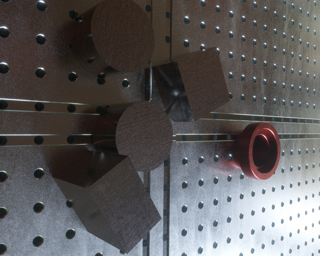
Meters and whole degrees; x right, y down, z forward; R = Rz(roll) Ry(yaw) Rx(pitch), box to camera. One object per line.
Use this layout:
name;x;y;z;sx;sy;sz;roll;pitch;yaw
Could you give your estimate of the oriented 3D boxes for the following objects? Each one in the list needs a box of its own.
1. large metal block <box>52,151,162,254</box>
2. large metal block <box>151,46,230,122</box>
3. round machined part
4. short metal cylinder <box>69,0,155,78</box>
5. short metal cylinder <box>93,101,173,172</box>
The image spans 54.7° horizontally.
large metal block;-0.056;0.073;0.326;0.050;0.080;0.080;-39;114;-33
large metal block;0.045;-0.061;0.430;0.081;0.050;0.080;-29;108;-36
round machined part;0.164;0.039;0.535;0.099;0.042;0.097;0;90;-40
short metal cylinder;-0.053;-0.099;0.348;0.081;0.050;0.080;0;90;-40
short metal cylinder;-0.031;0.009;0.366;0.081;0.050;0.080;0;90;-40
